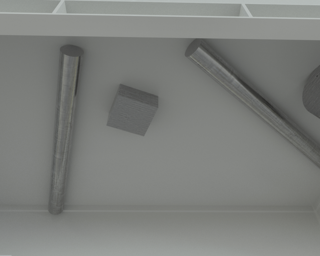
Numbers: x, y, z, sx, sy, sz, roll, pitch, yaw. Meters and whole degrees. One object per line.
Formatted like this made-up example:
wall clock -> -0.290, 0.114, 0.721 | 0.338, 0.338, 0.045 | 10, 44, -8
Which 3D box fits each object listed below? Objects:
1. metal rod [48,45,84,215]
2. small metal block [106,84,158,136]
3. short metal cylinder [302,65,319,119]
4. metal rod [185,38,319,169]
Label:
metal rod -> -0.135, 0.026, 0.428 | 0.025, 0.025, 0.298 | 12, 129, -10
small metal block -> -0.035, -0.022, 0.390 | 0.050, 0.025, 0.050 | 17, 128, -15
short metal cylinder -> 0.210, -0.038, 0.344 | 0.050, 0.080, 0.080 | 27, 125, -21
metal rod -> 0.148, -0.012, 0.400 | 0.301, 0.025, 0.025 | 34, 122, -26
